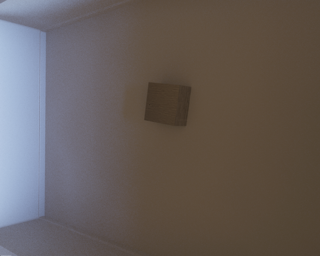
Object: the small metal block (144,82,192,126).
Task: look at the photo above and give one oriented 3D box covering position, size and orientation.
[{"bbox_3d":[0.009,-0.031,0.397,0.050,0.025,0.050,12,98,39],"label":"small metal block"}]
